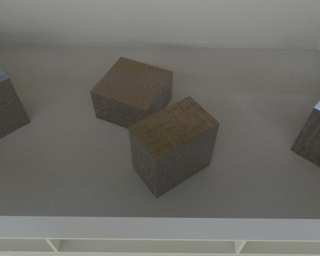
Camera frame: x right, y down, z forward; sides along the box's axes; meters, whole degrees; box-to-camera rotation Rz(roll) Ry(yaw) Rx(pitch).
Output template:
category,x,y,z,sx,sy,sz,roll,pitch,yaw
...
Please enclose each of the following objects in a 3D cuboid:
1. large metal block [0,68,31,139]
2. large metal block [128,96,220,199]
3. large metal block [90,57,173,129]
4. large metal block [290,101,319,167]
category,x,y,z,sx,sy,sz,roll,pitch,yaw
large metal block,-0.224,-0.027,0.389,0.080,0.080,0.050,-35,59,-26
large metal block,0.015,0.022,0.351,0.081,0.080,0.050,-28,56,-22
large metal block,-0.036,-0.045,0.427,0.080,0.050,0.080,19,53,15
large metal block,0.214,-0.007,0.378,0.050,0.080,0.080,35,58,25
